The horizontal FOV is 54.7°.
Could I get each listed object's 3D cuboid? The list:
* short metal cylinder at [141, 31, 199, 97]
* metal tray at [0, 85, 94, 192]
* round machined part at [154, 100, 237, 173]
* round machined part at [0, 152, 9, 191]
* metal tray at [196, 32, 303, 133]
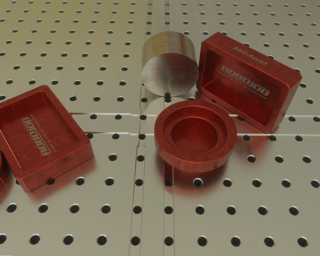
[{"bbox_3d":[0.014,-0.092,0.449,0.081,0.080,0.050,-1,50,-1],"label":"short metal cylinder"},{"bbox_3d":[-0.157,0.007,0.396,0.091,0.030,0.130,-30,56,-23],"label":"metal tray"},{"bbox_3d":[0.042,0.014,0.385,0.099,0.042,0.098,0,50,0],"label":"round machined part"},{"bbox_3d":[-0.232,0.048,0.353,0.099,0.042,0.098,0,50,0],"label":"round machined part"},{"bbox_3d":[0.111,-0.061,0.418,0.130,0.089,0.030,37,59,26],"label":"metal tray"}]
